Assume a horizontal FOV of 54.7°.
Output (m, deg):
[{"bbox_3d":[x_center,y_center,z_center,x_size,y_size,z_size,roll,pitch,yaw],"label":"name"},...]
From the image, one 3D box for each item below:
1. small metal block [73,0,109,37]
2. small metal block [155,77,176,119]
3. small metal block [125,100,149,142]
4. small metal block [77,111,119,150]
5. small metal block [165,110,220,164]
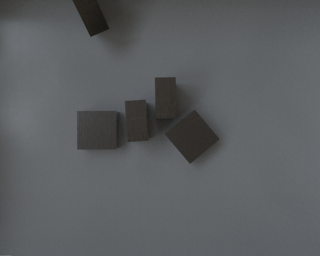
[{"bbox_3d":[-0.087,-0.147,0.389,0.025,0.050,0.050,-24,120,0],"label":"small metal block"},{"bbox_3d":[0.007,-0.037,0.399,0.025,0.050,0.050,-1,90,0],"label":"small metal block"},{"bbox_3d":[-0.028,-0.009,0.399,0.025,0.050,0.050,-4,90,0],"label":"small metal block"},{"bbox_3d":[-0.081,0.003,0.410,0.050,0.025,0.050,0,90,-1],"label":"small metal block"},{"bbox_3d":[0.042,0.011,0.412,0.050,0.025,0.050,-40,91,0],"label":"small metal block"}]
